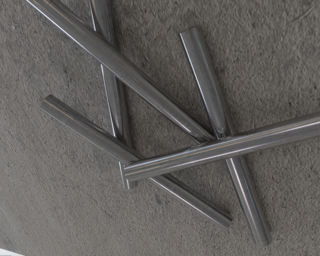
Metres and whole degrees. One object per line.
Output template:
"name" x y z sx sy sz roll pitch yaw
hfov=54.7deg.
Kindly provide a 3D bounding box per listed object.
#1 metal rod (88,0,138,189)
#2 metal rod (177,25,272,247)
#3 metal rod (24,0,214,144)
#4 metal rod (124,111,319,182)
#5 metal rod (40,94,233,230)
"metal rod" -0.059 -0.042 0.412 0.025 0.025 0.298 9 122 24
"metal rod" 0.086 0.025 0.376 0.025 0.025 0.299 -10 114 32
"metal rod" -0.052 -0.077 0.358 0.300 0.025 0.025 39 130 -10
"metal rod" 0.090 0.017 0.340 0.300 0.025 0.025 -17 110 25
"metal rod" -0.028 0.050 0.426 0.301 0.025 0.025 34 129 -6
